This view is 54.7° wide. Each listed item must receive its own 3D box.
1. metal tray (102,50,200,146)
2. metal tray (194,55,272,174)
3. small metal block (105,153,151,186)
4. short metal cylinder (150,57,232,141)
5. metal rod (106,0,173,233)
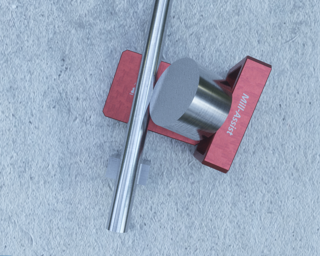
[{"bbox_3d":[0.002,-0.039,0.408,0.131,0.030,0.090,18,90,-1],"label":"metal tray"},{"bbox_3d":[0.084,-0.015,0.380,0.030,0.090,0.129,23,90,0],"label":"metal tray"},{"bbox_3d":[-0.039,0.052,0.398,0.050,0.050,0.025,13,90,-1],"label":"small metal block"},{"bbox_3d":[0.033,-0.031,0.347,0.050,0.080,0.080,23,90,-33],"label":"short metal cylinder"},{"bbox_3d":[-0.021,-0.030,0.372,0.025,0.025,0.299,11,81,-1],"label":"metal rod"}]
